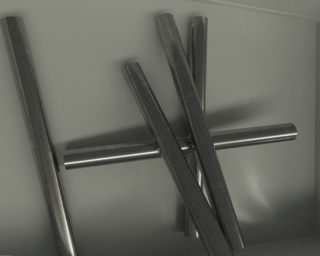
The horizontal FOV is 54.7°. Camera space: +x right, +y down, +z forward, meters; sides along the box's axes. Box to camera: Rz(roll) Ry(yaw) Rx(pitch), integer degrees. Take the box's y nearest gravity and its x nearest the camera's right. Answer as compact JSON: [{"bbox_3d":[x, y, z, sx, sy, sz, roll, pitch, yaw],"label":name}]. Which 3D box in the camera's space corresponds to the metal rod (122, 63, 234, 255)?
[{"bbox_3d":[0.025,0.053,0.357,0.025,0.025,0.299,-20,73,-19],"label":"metal rod"}]

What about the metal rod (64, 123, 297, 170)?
[{"bbox_3d":[0.034,0.022,0.399,0.302,0.025,0.025,-6,93,-11],"label":"metal rod"}]

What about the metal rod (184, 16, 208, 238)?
[{"bbox_3d":[0.050,-0.002,0.428,0.025,0.025,0.298,2,89,-20],"label":"metal rod"}]

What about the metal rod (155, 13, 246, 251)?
[{"bbox_3d":[0.045,-0.005,0.381,0.025,0.025,0.299,-11,76,-20],"label":"metal rod"}]

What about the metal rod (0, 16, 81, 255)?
[{"bbox_3d":[-0.136,0.024,0.360,0.025,0.025,0.298,-14,95,-20],"label":"metal rod"}]
